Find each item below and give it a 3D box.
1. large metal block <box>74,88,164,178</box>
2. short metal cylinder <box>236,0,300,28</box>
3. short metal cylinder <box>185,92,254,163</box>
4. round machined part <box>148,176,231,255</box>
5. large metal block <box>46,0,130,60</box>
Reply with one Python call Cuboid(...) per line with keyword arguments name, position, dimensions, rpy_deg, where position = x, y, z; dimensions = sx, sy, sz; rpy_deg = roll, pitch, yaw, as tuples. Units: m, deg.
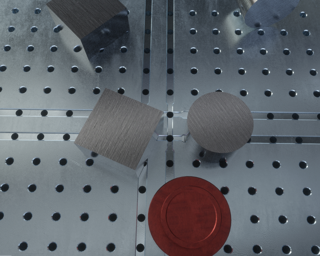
Cuboid(name="large metal block", position=(-0.048, 0.007, 0.395), dimensions=(0.080, 0.050, 0.080), rpy_deg=(23, 72, 8))
Cuboid(name="short metal cylinder", position=(0.155, -0.193, 0.454), dimensions=(0.081, 0.080, 0.050), rpy_deg=(-13, 71, -5))
Cuboid(name="short metal cylinder", position=(0.073, 0.000, 0.399), dimensions=(0.081, 0.050, 0.080), rpy_deg=(0, 70, 0))
Cuboid(name="round machined part", position=(0.035, 0.105, 0.364), dimensions=(0.099, 0.042, 0.098), rpy_deg=(0, 70, 0))
Cuboid(name="large metal block", position=(-0.104, -0.163, 0.457), dimensions=(0.080, 0.050, 0.080), rpy_deg=(-40, 75, -13))
